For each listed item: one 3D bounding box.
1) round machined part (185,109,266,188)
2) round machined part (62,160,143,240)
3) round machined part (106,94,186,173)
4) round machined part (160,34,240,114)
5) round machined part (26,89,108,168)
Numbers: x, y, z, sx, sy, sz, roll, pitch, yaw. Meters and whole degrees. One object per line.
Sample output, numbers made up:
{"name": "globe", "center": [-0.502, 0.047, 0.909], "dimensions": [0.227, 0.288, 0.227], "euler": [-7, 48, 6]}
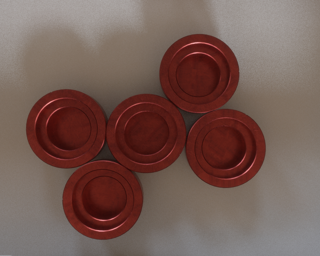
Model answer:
{"name": "round machined part", "center": [0.081, 0.025, 0.401], "dimensions": [0.099, 0.042, 0.097], "euler": [0, 90, 0]}
{"name": "round machined part", "center": [-0.070, 0.088, 0.399], "dimensions": [0.099, 0.042, 0.097], "euler": [0, 90, 0]}
{"name": "round machined part", "center": [-0.017, 0.007, 0.399], "dimensions": [0.099, 0.042, 0.097], "euler": [0, 90, 0]}
{"name": "round machined part", "center": [0.049, -0.067, 0.401], "dimensions": [0.099, 0.042, 0.097], "euler": [0, 90, 0]}
{"name": "round machined part", "center": [-0.115, 0.001, 0.400], "dimensions": [0.099, 0.042, 0.097], "euler": [0, 90, 0]}
